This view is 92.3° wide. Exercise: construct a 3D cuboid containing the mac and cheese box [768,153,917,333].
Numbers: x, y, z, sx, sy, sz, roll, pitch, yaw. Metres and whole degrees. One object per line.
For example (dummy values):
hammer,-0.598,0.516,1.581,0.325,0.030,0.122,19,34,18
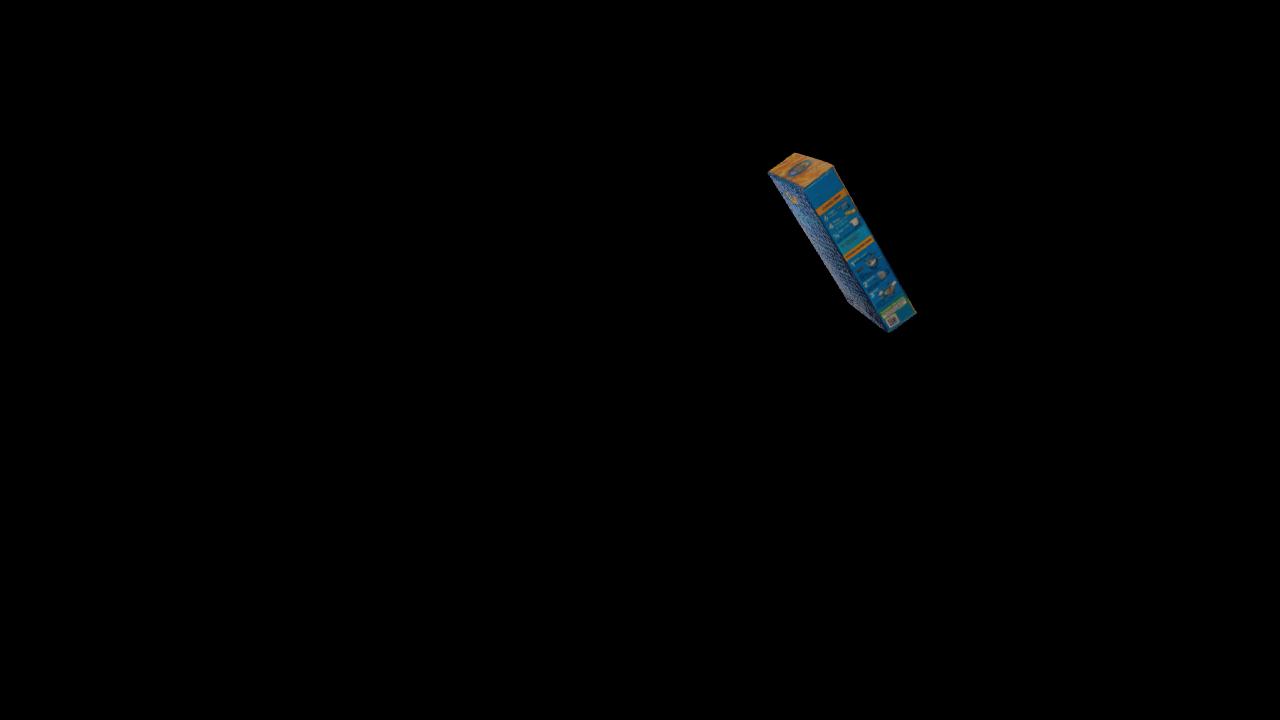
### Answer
mac and cheese box,0.204,-0.118,0.620,0.041,0.184,0.093,-36,27,9
